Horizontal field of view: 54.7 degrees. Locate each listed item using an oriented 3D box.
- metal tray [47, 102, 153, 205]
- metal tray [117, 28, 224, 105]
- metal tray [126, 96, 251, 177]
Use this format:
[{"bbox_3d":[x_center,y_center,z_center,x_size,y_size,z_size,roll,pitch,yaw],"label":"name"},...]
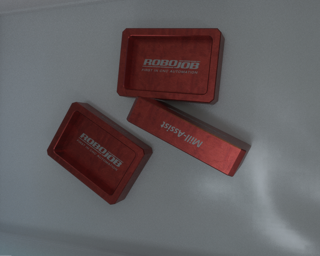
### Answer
[{"bbox_3d":[-0.087,0.033,0.437,0.130,0.030,0.090,34,101,16],"label":"metal tray"},{"bbox_3d":[0.012,-0.081,0.402,0.130,0.030,0.089,6,92,19],"label":"metal tray"},{"bbox_3d":[0.037,0.006,0.362,0.130,0.090,0.030,28,99,17],"label":"metal tray"}]
